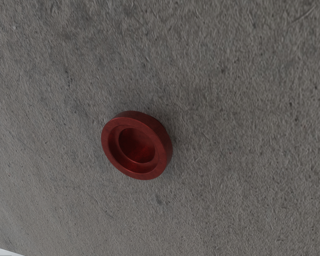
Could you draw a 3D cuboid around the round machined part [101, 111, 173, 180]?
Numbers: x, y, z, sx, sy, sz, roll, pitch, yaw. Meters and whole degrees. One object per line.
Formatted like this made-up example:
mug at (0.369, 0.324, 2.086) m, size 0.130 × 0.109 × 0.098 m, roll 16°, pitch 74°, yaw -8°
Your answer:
round machined part at (-0.027, 0.020, 0.423) m, size 0.098 × 0.042 × 0.097 m, roll 13°, pitch 124°, yaw 21°
